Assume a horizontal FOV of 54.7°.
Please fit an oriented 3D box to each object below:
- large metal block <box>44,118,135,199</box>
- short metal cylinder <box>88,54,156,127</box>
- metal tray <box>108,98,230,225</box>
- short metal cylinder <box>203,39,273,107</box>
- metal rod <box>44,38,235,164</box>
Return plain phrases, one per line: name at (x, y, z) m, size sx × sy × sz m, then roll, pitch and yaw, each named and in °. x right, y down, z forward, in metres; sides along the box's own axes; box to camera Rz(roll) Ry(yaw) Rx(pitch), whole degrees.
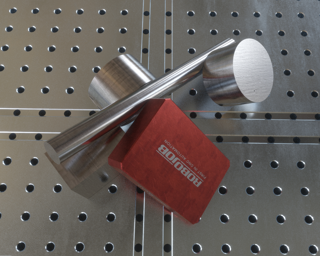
large metal block at (-0.076, 0.034, 0.368) m, size 0.080 × 0.080 × 0.050 m, roll -38°, pitch 75°, yaw -13°
short metal cylinder at (-0.044, -0.048, 0.399) m, size 0.080 × 0.080 × 0.050 m, roll -42°, pitch 76°, yaw -14°
metal tray at (0.017, 0.039, 0.353) m, size 0.130 × 0.030 × 0.090 m, roll 44°, pitch 70°, yaw -30°
short metal cylinder at (0.102, -0.070, 0.404) m, size 0.081 × 0.050 × 0.080 m, roll 3°, pitch 84°, yaw -37°
metal rod at (0.001, -0.049, 0.373) m, size 0.025 × 0.025 × 0.302 m, roll 45°, pitch 55°, yaw 14°
